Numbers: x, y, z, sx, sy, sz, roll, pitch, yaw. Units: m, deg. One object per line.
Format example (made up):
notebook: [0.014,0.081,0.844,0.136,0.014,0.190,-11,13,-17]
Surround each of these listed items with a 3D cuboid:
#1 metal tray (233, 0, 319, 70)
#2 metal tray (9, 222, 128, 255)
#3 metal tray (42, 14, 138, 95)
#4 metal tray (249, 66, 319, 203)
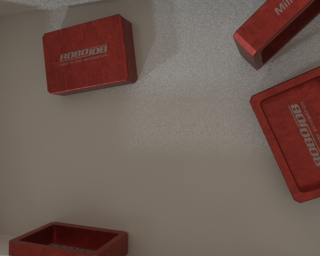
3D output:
metal tray: [0.140,-0.124,0.326,0.130,0.090,0.030,-44,77,14]
metal tray: [-0.120,0.161,0.416,0.130,0.090,0.030,1,91,19]
metal tray: [-0.102,-0.100,0.442,0.130,0.030,0.089,-7,88,19]
metal tray: [0.169,0.007,0.348,0.090,0.030,0.129,-24,82,18]
